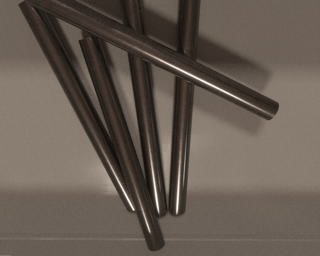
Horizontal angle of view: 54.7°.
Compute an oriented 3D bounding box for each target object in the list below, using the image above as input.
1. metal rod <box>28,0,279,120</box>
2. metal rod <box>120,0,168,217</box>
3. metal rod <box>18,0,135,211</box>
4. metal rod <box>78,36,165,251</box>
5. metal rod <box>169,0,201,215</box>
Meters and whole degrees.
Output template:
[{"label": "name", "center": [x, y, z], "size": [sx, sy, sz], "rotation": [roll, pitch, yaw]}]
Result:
[{"label": "metal rod", "center": [0.001, -0.082, 0.353], "size": [0.301, 0.025, 0.025], "rotation": [24, 108, -9]}, {"label": "metal rod", "center": [-0.018, -0.015, 0.405], "size": [0.025, 0.025, 0.298], "rotation": [-6, 110, 2]}, {"label": "metal rod", "center": [-0.094, -0.016, 0.404], "size": [0.025, 0.025, 0.299], "rotation": [-21, 109, 7]}, {"label": "metal rod", "center": [-0.045, 0.031, 0.409], "size": [0.025, 0.025, 0.298], "rotation": [-15, 105, 5]}, {"label": "metal rod", "center": [0.030, -0.019, 0.404], "size": [0.025, 0.025, 0.298], "rotation": [2, 110, -1]}]
